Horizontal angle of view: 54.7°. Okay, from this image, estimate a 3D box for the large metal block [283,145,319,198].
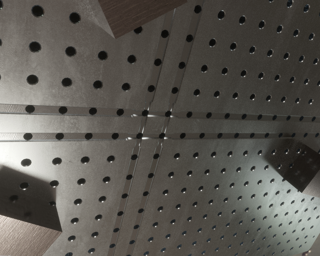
[{"bbox_3d":[0.311,0.090,0.624,0.081,0.050,0.080,19,108,-36],"label":"large metal block"}]

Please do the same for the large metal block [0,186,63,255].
[{"bbox_3d":[-0.181,0.127,0.376,0.080,0.050,0.080,-49,129,6],"label":"large metal block"}]

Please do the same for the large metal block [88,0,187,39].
[{"bbox_3d":[-0.031,-0.144,0.290,0.080,0.050,0.080,-31,129,-9],"label":"large metal block"}]
